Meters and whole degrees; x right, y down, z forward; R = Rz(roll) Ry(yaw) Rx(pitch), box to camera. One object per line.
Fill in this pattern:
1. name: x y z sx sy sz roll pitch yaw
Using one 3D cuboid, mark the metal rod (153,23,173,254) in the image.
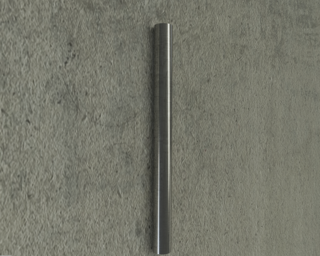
1. metal rod: 0.004 0.014 0.411 0.025 0.025 0.298 0 90 -40
